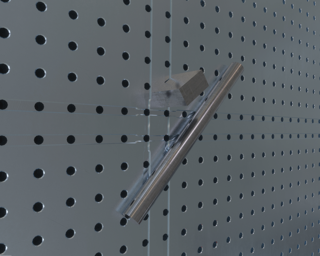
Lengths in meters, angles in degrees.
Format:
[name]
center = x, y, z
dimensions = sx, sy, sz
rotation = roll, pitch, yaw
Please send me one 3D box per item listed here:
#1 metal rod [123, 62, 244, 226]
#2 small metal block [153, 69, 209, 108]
[metal rod]
center = 0.046, 0.006, 0.447
dimensions = 0.301, 0.025, 0.025
rotation = -52, 121, -27
[small metal block]
center = 0.029, -0.052, 0.417
dimensions = 0.050, 0.050, 0.025
rotation = -43, 116, -32
